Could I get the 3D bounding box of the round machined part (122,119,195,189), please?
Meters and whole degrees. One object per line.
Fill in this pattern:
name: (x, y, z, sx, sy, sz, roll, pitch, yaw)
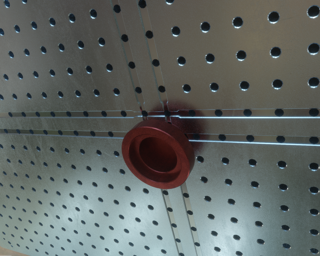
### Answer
round machined part: (0.001, 0.031, 0.419, 0.098, 0.042, 0.097, 13, 124, 21)
